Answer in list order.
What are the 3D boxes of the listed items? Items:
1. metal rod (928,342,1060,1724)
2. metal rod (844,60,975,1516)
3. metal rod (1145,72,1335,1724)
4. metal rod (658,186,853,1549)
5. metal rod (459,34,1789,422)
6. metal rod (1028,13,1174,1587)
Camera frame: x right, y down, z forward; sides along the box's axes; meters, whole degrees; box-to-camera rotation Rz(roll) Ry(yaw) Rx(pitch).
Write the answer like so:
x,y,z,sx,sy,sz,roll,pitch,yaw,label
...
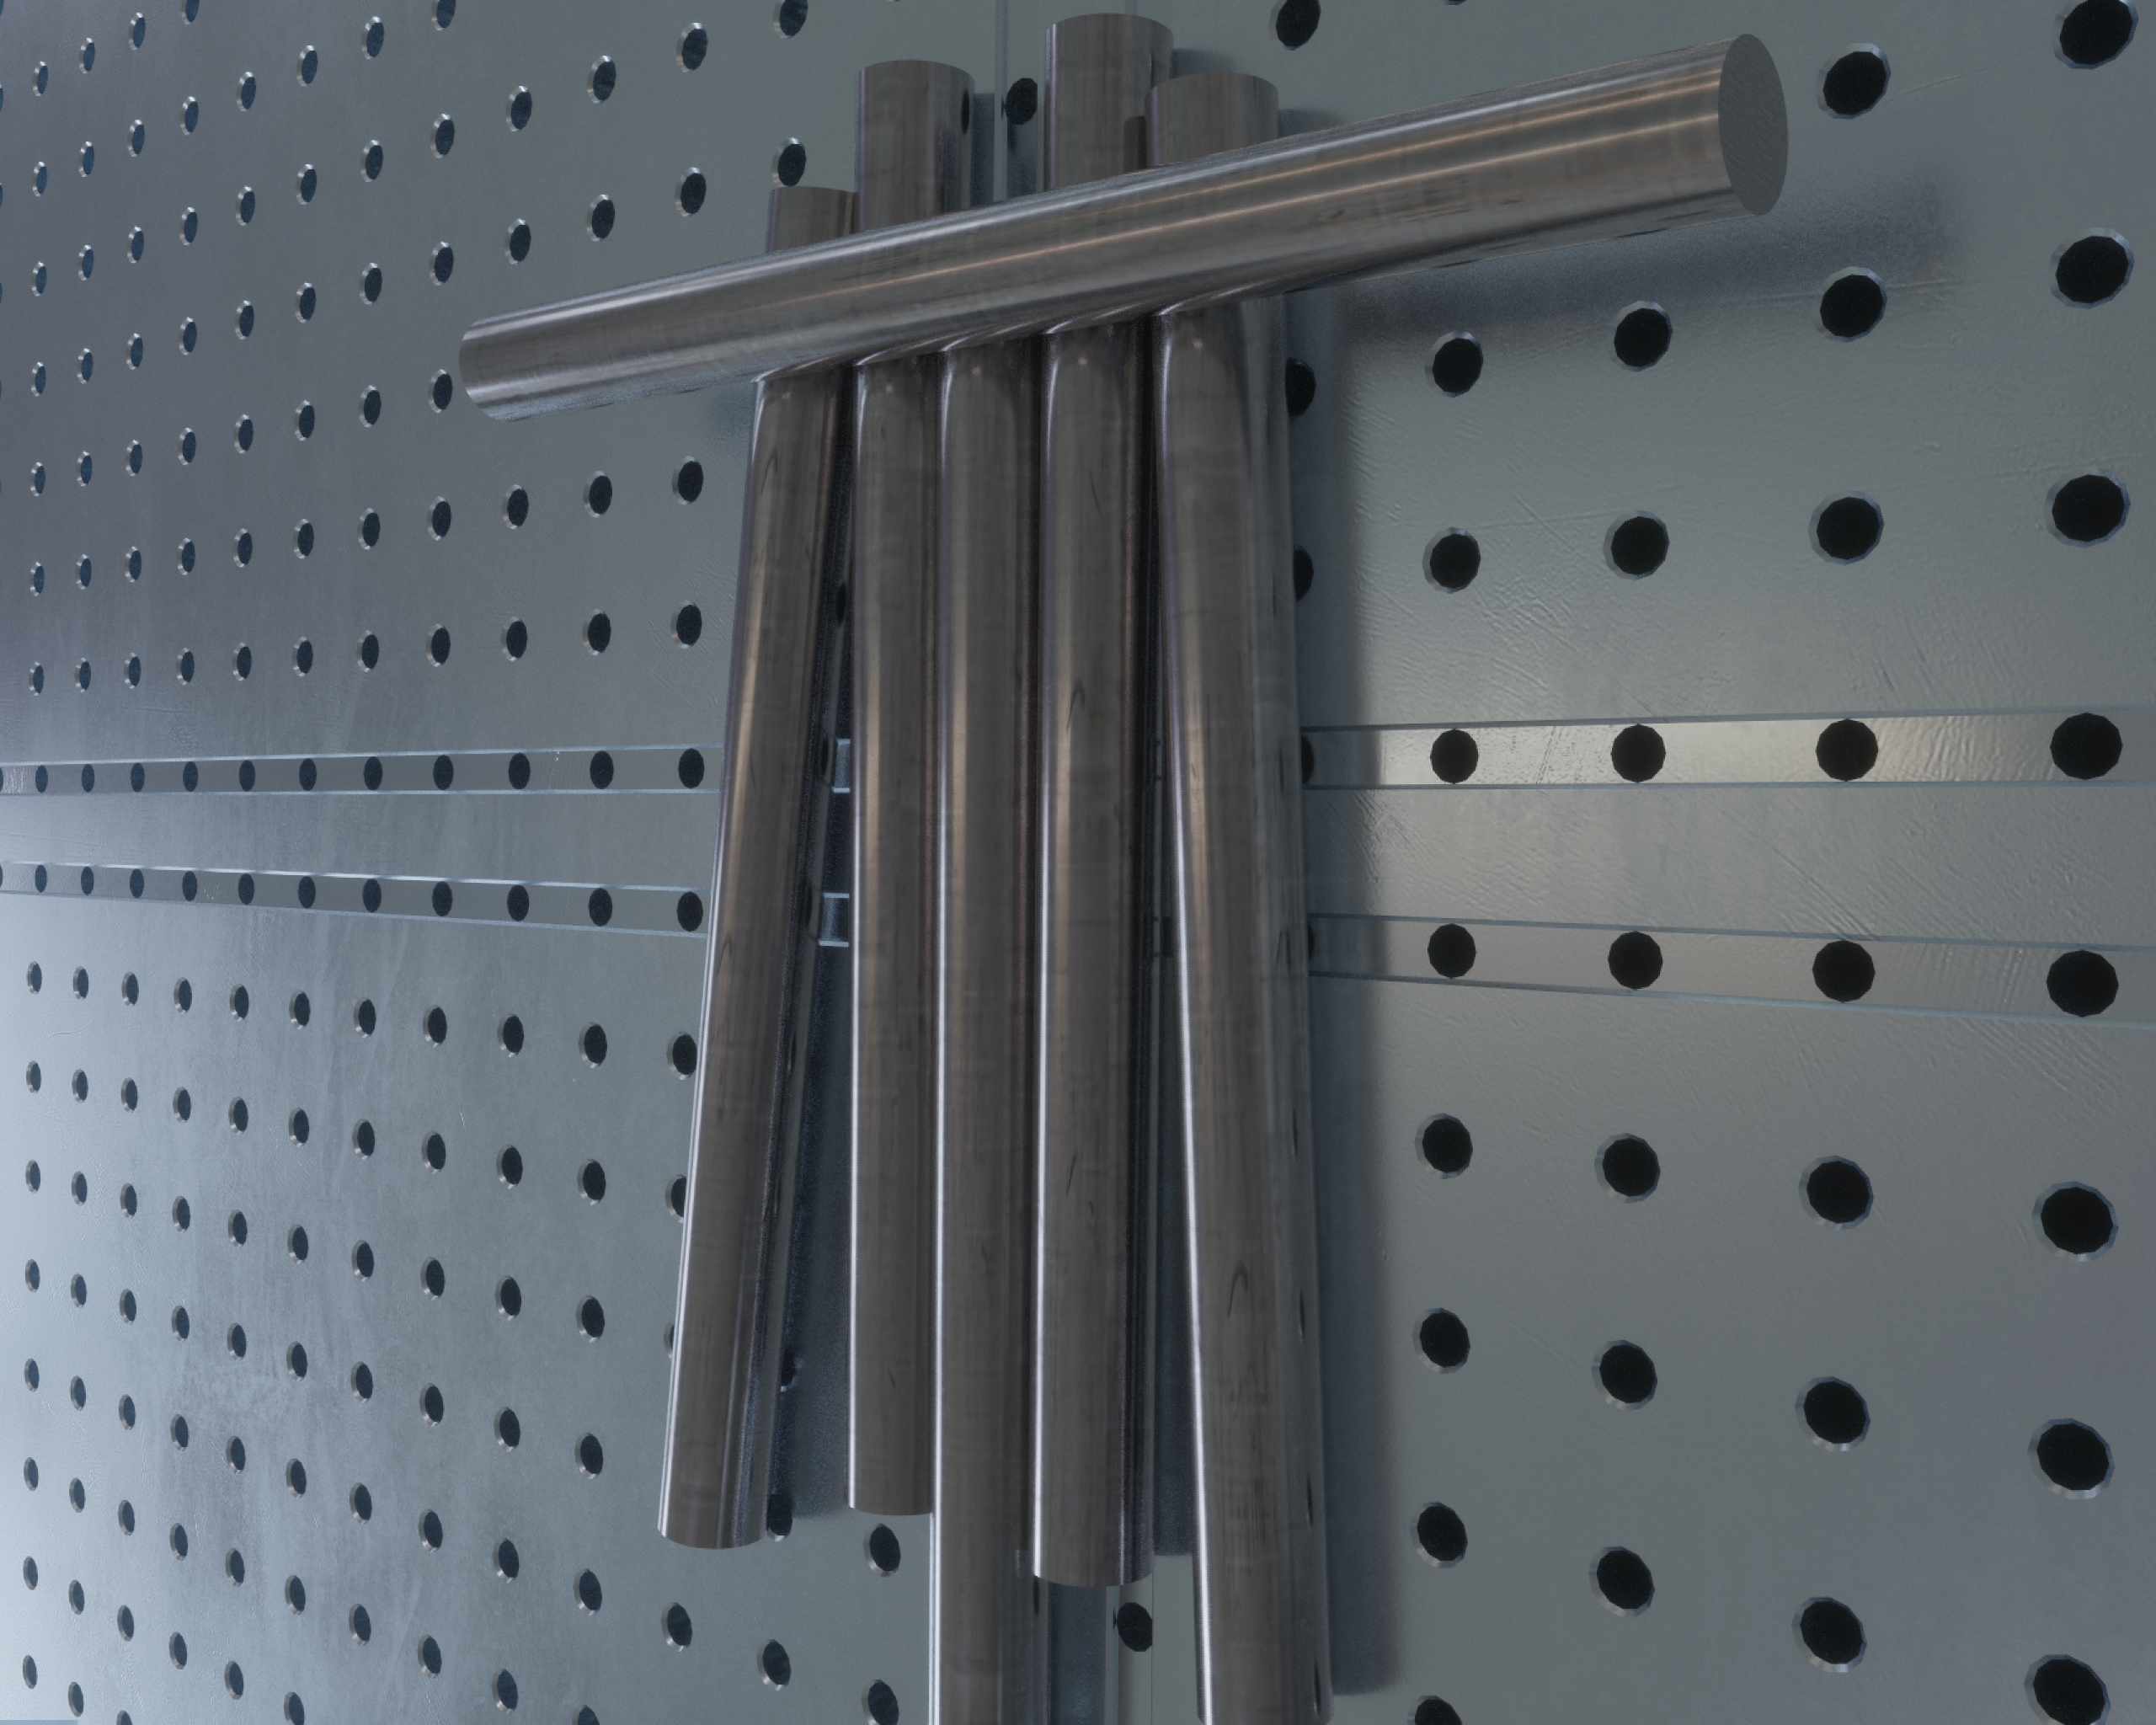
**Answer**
x,y,z,sx,sy,sz,roll,pitch,yaw,label
-0.017,0.041,0.424,0.025,0.025,0.298,1,91,40,metal rod
-0.035,-0.015,0.440,0.025,0.025,0.298,1,91,40,metal rod
0.030,0.006,0.386,0.025,0.025,0.298,-3,88,40,metal rod
-0.069,0.004,0.466,0.025,0.025,0.298,9,96,40,metal rod
-0.019,-0.110,0.393,0.300,0.025,0.025,3,92,40,metal rod
0.004,-0.011,0.408,0.025,0.025,0.298,1,91,40,metal rod
